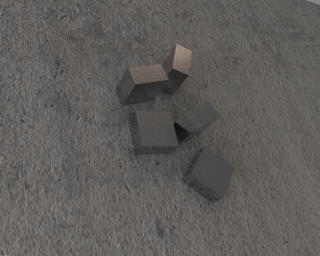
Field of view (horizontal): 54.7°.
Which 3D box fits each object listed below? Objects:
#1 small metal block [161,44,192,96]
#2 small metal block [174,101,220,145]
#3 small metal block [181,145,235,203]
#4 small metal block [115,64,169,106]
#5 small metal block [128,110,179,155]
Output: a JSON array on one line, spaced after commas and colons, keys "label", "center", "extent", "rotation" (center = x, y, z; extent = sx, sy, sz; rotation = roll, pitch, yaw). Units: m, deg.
[{"label": "small metal block", "center": [0.021, -0.084, 0.450], "extent": [0.025, 0.050, 0.050], "rotation": [21, 54, -16]}, {"label": "small metal block", "center": [0.044, -0.005, 0.415], "extent": [0.050, 0.050, 0.025], "rotation": [-27, 77, -37]}, {"label": "small metal block", "center": [0.063, 0.060, 0.401], "extent": [0.050, 0.025, 0.050], "rotation": [37, 51, -4]}, {"label": "small metal block", "center": [-0.025, -0.056, 0.409], "extent": [0.050, 0.050, 0.025], "rotation": [-14, 69, -34]}, {"label": "small metal block", "center": [-0.009, 0.006, 0.395], "extent": [0.050, 0.025, 0.050], "rotation": [1, 61, -28]}]
